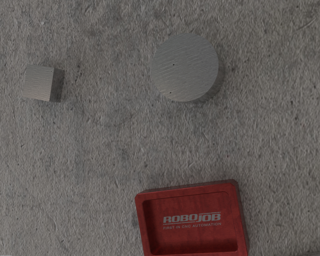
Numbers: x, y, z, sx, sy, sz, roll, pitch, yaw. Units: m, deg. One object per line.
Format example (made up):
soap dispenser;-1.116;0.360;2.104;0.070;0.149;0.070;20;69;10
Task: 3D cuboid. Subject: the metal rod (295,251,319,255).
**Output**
metal rod;0.084;0.188;0.379;0.300;0.025;0.025;-21;83;18

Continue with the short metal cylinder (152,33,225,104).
short metal cylinder;0.036;-0.070;0.383;0.080;0.050;0.080;0;90;20

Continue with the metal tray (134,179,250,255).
metal tray;0.039;0.118;0.392;0.130;0.030;0.090;-11;86;19

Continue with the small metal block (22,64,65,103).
small metal block;-0.177;-0.068;0.471;0.050;0.025;0.050;11;94;19
